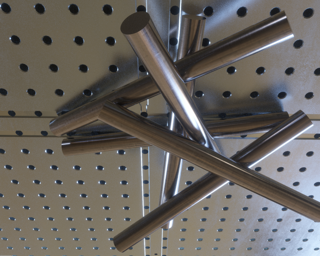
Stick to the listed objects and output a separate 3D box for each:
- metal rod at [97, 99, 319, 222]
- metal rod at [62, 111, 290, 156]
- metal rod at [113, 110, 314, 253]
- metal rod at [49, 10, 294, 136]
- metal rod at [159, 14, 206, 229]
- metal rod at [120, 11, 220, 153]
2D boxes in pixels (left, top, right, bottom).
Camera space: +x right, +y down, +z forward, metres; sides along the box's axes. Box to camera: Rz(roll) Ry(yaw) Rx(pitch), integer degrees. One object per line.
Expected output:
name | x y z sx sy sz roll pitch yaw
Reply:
metal rod | 0.070 0.044 0.366 0.301 0.025 0.025 26 126 -11
metal rod | 0.017 0.009 0.418 0.301 0.025 0.025 -7 130 6
metal rod | 0.060 0.076 0.406 0.300 0.025 0.025 -37 122 12
metal rod | -0.012 -0.046 0.340 0.300 0.025 0.025 -20 128 28
metal rod | 0.021 0.015 0.392 0.025 0.025 0.298 4 120 -4
metal rod | 0.038 -0.005 0.354 0.025 0.025 0.300 -18 143 15
